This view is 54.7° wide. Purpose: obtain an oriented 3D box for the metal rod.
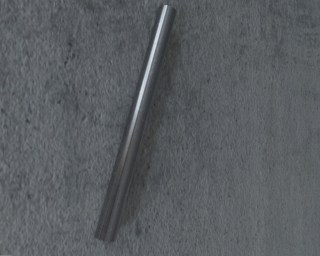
[{"bbox_3d":[-0.026,-0.015,0.384,0.025,0.025,0.299,24,75,-38],"label":"metal rod"}]
